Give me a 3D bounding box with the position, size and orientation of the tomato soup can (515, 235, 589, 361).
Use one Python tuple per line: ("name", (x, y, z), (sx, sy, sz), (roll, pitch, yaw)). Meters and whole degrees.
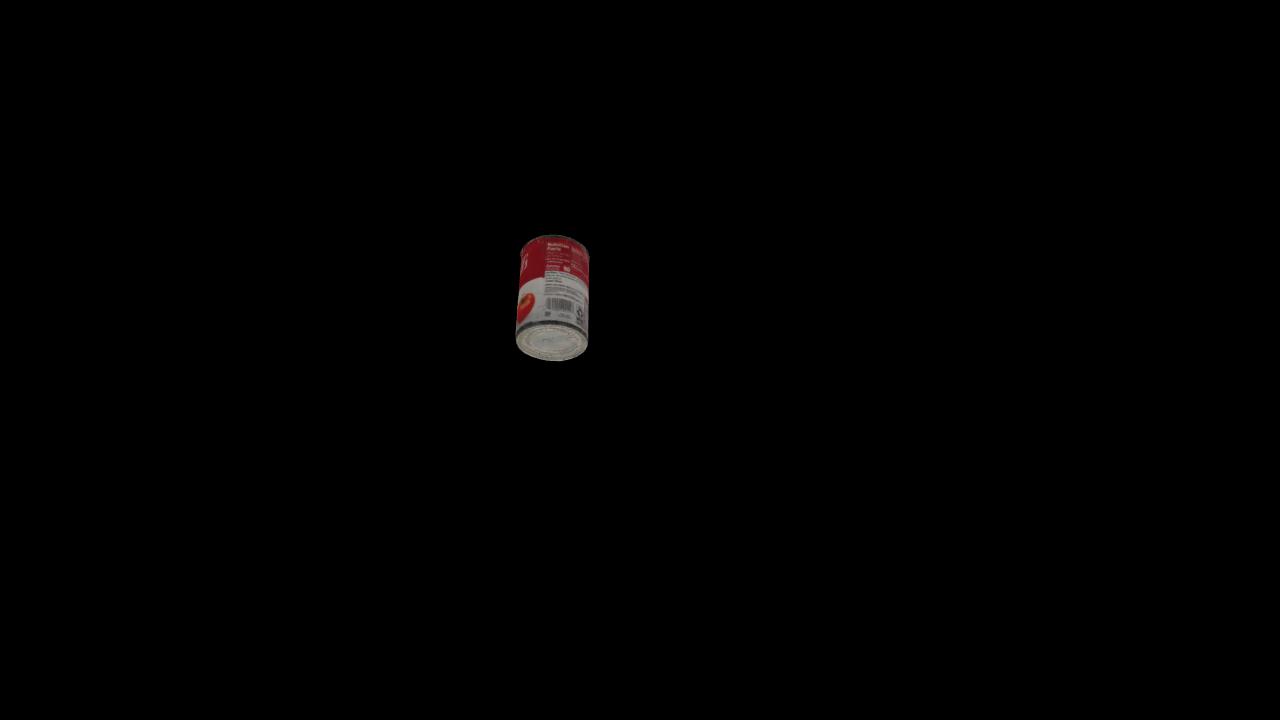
("tomato soup can", (-0.081, -0.057, 0.579), (0.068, 0.101, 0.068), (-2, -29, -1))
